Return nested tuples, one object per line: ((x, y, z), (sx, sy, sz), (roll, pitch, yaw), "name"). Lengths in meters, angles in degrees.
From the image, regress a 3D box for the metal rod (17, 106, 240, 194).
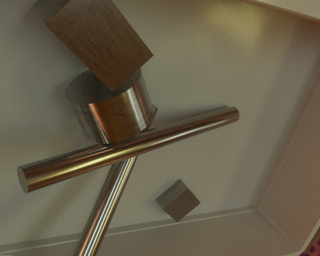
((-0.006, 0.013, 0.364), (0.302, 0.025, 0.025), (-16, 127, -38), "metal rod")

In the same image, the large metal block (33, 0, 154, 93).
((-0.062, -0.090, 0.284), (0.050, 0.080, 0.080), (-43, 130, 1), "large metal block")

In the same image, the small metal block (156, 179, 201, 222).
((0.030, 0.118, 0.500), (0.050, 0.025, 0.050), (-40, 130, -2), "small metal block")

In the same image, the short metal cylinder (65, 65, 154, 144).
((-0.052, -0.029, 0.328), (0.080, 0.080, 0.050), (-26, 128, -13), "short metal cylinder")

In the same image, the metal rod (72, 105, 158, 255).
((-0.070, 0.107, 0.354), (0.025, 0.025, 0.299), (33, 73, -39), "metal rod")
